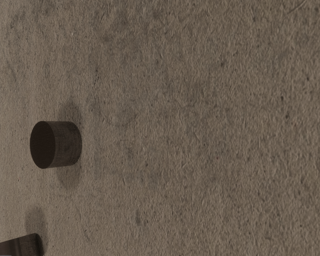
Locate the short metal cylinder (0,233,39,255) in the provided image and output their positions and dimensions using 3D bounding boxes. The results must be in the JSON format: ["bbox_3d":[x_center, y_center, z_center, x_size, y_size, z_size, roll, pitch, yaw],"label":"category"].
[{"bbox_3d":[-0.277,0.238,0.593,0.080,0.081,0.050,-26,74,37],"label":"short metal cylinder"}]

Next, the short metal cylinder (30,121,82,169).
[{"bbox_3d":[-0.180,0.028,0.534,0.080,0.050,0.079,0,90,39],"label":"short metal cylinder"}]
